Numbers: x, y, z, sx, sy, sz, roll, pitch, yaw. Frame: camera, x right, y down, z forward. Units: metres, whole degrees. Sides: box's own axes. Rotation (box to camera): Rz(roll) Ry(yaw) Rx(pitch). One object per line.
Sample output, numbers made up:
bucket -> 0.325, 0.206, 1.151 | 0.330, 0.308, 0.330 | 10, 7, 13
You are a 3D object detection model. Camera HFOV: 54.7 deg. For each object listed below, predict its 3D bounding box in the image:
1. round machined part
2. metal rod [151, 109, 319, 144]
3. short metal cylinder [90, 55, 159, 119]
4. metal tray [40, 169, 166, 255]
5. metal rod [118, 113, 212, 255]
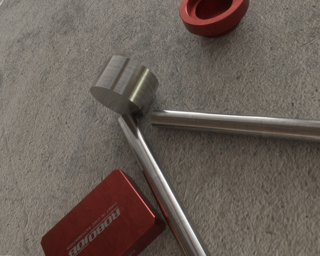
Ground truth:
round machined part -> 0.082, -0.172, 0.456 | 0.098, 0.042, 0.098 | -13, 56, 21
metal rod -> 0.124, 0.000, 0.339 | 0.300, 0.025, 0.025 | 6, 65, 30
short metal cylinder -> -0.048, -0.055, 0.427 | 0.080, 0.080, 0.050 | 13, 69, 33
metal tray -> -0.069, 0.123, 0.361 | 0.130, 0.030, 0.090 | -43, 51, -2
metal rod -> 0.014, 0.089, 0.342 | 0.025, 0.025, 0.300 | -35, 51, 5
